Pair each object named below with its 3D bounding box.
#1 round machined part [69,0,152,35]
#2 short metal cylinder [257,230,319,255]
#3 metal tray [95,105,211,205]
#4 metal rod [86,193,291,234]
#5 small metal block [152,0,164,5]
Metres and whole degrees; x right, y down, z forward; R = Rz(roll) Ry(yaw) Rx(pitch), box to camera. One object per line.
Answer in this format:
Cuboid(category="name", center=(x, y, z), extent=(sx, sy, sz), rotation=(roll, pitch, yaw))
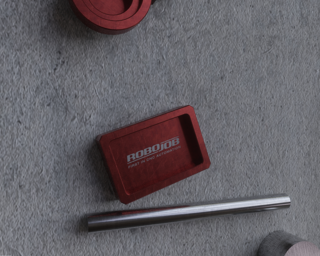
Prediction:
Cuboid(category="round machined part", center=(-0.063, -0.162, 0.377), extent=(0.099, 0.042, 0.097), rotation=(0, 90, -21))
Cuboid(category="short metal cylinder", center=(0.197, 0.204, 0.471), extent=(0.081, 0.050, 0.079), rotation=(0, 90, -21))
Cuboid(category="metal tray", center=(-0.006, 0.031, 0.404), extent=(0.131, 0.030, 0.090), rotation=(-20, 97, -19))
Cuboid(category="metal rod", center=(0.053, 0.115, 0.430), extent=(0.303, 0.025, 0.025), rotation=(0, 90, -21))
Cuboid(category="small metal block", center=(0.004, -0.200, 0.411), extent=(0.050, 0.025, 0.050), rotation=(-29, 100, -18))
